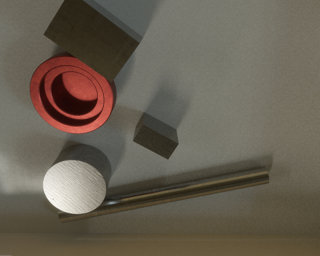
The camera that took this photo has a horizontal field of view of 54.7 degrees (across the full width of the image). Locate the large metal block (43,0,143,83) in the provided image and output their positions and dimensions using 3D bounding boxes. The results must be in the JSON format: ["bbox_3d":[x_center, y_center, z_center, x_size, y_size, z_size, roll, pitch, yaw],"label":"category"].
[{"bbox_3d":[-0.068,-0.102,0.344,0.080,0.080,0.050,35,106,-12],"label":"large metal block"}]

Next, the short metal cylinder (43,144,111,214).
[{"bbox_3d":[-0.110,0.068,0.422,0.081,0.050,0.079,0,110,-1],"label":"short metal cylinder"}]

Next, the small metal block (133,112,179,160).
[{"bbox_3d":[-0.005,0.009,0.401,0.050,0.050,0.025,29,107,-11],"label":"small metal block"}]

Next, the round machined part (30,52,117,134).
[{"bbox_3d":[-0.102,-0.045,0.380,0.099,0.042,0.097,1,117,3],"label":"round machined part"}]

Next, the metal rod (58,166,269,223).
[{"bbox_3d":[0.003,0.097,0.447,0.302,0.025,0.025,-12,110,4],"label":"metal rod"}]
